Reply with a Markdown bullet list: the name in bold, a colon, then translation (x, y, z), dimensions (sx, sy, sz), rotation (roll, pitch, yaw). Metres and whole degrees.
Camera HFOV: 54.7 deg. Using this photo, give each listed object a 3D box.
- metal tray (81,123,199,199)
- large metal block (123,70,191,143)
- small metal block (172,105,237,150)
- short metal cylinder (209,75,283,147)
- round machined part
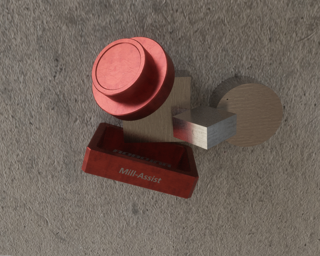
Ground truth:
- **metal tray**: translation (-0.022, 0.037, 0.389), dimensions (0.131, 0.090, 0.030), rotation (16, 110, -6)
- **large metal block**: translation (-0.005, -0.029, 0.388), dimensions (0.080, 0.050, 0.079), rotation (-1, 110, 0)
- **small metal block**: translation (0.050, -0.003, 0.348), dimensions (0.050, 0.050, 0.025), rotation (-22, 118, -37)
- **short metal cylinder**: translation (0.105, -0.023, 0.391), dimensions (0.081, 0.050, 0.079), rotation (0, 110, 0)
- **round machined part**: translation (-0.037, -0.061, 0.349), dimensions (0.098, 0.098, 0.042), rotation (-35, 151, 11)
